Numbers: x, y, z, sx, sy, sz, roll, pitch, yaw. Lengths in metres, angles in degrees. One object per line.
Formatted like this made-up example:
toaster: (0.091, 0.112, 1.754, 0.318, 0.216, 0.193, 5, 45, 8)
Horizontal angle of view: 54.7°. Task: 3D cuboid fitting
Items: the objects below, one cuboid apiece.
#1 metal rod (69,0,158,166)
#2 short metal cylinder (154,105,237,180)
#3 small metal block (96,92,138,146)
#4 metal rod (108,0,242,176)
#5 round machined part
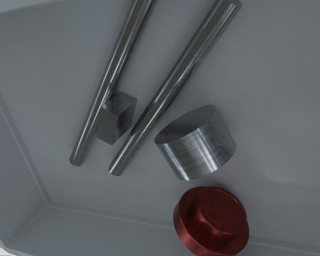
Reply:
metal rod: (-0.075, -0.045, 0.418, 0.025, 0.025, 0.298, 36, 129, 4)
short metal cylinder: (0.041, 0.016, 0.361, 0.080, 0.080, 0.050, -21, 107, 35)
small metal block: (-0.057, -0.013, 0.413, 0.025, 0.050, 0.050, 27, 128, 11)
metal rod: (0.000, -0.029, 0.389, 0.025, 0.025, 0.298, 38, 129, 2)
round machined part: (0.070, 0.114, 0.394, 0.098, 0.098, 0.042, 31, 128, 7)
